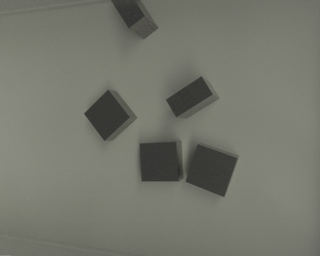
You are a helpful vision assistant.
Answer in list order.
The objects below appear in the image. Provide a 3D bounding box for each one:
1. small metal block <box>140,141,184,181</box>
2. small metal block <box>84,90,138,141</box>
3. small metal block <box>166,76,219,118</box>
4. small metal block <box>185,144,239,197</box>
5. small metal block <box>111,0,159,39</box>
[{"bbox_3d":[0.002,0.044,0.409,0.050,0.025,0.050,-3,89,19],"label":"small metal block"},{"bbox_3d":[-0.069,-0.017,0.434,0.050,0.025,0.050,-42,77,15],"label":"small metal block"},{"bbox_3d":[0.042,-0.036,0.382,0.050,0.050,0.025,-32,80,17],"label":"small metal block"},{"bbox_3d":[0.066,0.051,0.387,0.050,0.025,0.050,19,96,18],"label":"small metal block"},{"bbox_3d":[-0.033,-0.151,0.408,0.025,0.050,0.050,-34,79,17],"label":"small metal block"}]
